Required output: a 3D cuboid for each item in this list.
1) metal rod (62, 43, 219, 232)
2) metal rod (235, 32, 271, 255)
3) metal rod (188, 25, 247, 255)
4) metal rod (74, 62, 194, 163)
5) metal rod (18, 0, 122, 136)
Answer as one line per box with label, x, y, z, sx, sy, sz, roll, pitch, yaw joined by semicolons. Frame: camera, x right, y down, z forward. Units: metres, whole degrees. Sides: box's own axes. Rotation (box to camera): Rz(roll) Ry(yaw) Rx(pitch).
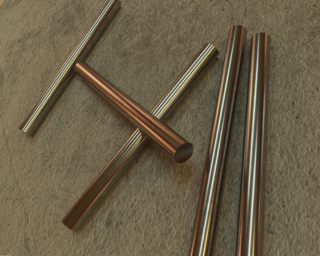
metal rod;-0.020;0.006;0.410;0.025;0.025;0.300;32;79;38
metal rod;0.104;0.016;0.339;0.025;0.025;0.300;-3;60;27
metal rod;0.074;-0.002;0.366;0.025;0.025;0.300;0;62;28
metal rod;-0.056;-0.039;0.432;0.025;0.025;0.300;-47;44;-4
metal rod;-0.156;-0.119;0.558;0.025;0.025;0.300;18;71;35
